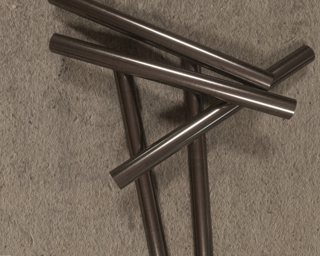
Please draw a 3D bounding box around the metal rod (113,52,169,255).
[{"bbox_3d":[-0.024,0.049,0.409,0.025,0.025,0.298,-11,90,0],"label":"metal rod"}]

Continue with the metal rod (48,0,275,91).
[{"bbox_3d":[-0.004,-0.115,0.390,0.301,0.025,0.025,24,90,7],"label":"metal rod"}]

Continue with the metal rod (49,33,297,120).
[{"bbox_3d":[0.010,-0.064,0.376,0.301,0.025,0.025,17,90,6],"label":"metal rod"}]

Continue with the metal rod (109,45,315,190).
[{"bbox_3d":[0.072,-0.019,0.389,0.301,0.025,0.025,-33,90,-9],"label":"metal rod"}]

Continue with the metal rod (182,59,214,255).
[{"bbox_3d":[0.050,0.041,0.410,0.025,0.025,0.298,-4,90,-1],"label":"metal rod"}]
